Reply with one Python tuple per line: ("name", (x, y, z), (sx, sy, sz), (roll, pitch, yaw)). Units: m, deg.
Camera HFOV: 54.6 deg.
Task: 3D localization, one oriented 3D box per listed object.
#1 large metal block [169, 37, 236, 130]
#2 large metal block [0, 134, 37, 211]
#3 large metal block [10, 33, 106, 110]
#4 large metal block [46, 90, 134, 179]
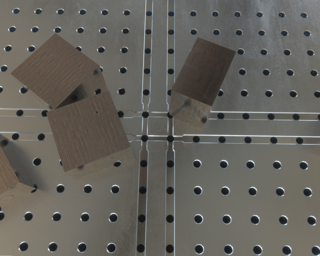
("large metal block", (0.053, -0.055, 0.403), (0.050, 0.080, 0.080), (23, 72, 8))
("large metal block", (-0.214, 0.060, 0.376), (0.080, 0.050, 0.080), (-33, 73, -11))
("large metal block", (-0.135, -0.067, 0.422), (0.080, 0.050, 0.080), (37, 74, 12))
("large metal block", (-0.087, 0.010, 0.394), (0.080, 0.050, 0.080), (-21, 72, -8))
